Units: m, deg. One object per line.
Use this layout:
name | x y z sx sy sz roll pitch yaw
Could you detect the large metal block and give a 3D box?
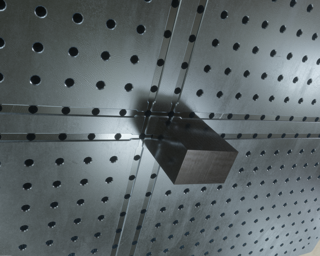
large metal block | 0.042 0.031 0.417 0.081 0.080 0.050 5 116 -31
